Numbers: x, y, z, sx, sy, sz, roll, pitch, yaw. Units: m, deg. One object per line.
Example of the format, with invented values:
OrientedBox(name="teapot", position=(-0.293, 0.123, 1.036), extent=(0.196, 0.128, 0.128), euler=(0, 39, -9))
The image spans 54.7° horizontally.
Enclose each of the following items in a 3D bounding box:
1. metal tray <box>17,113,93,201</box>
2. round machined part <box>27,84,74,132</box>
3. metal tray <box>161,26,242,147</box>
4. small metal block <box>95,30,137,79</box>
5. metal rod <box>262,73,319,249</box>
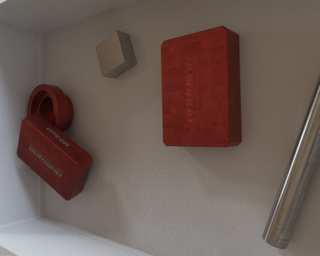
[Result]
OrientedBox(name="metal tray", position=(-0.177, 0.047, 0.511), extent=(0.130, 0.030, 0.089), euler=(37, 125, 15))
OrientedBox(name="round machined part", position=(-0.191, -0.027, 0.550), extent=(0.098, 0.042, 0.097), euler=(0, 90, 39))
OrientedBox(name="metal tray", position=(0.046, -0.043, 0.364), extent=(0.090, 0.030, 0.129), euler=(-2, 89, 39))
OrientedBox(name="small metal block", position=(-0.065, -0.108, 0.458), extent=(0.050, 0.025, 0.050), euler=(-24, 75, 37))
OrientedBox(name="metal rod", position=(0.152, -0.028, 0.281), extent=(0.025, 0.025, 0.298), euler=(23, 104, 37))
